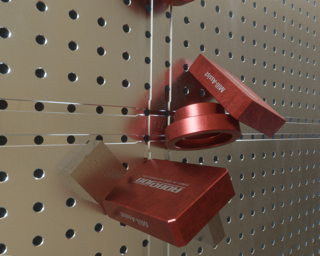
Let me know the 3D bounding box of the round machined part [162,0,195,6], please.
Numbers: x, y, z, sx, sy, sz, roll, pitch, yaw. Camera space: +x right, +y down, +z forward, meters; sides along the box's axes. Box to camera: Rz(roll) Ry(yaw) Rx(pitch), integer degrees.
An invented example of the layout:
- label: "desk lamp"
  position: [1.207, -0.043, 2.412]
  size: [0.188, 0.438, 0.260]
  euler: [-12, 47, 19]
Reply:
- label: "round machined part"
  position: [0.013, -0.210, 0.408]
  size: [0.099, 0.042, 0.097]
  euler: [0, 90, -40]

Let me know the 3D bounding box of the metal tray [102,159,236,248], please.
- label: "metal tray"
  position: [0.004, 0.074, 0.344]
  size: [0.091, 0.130, 0.030]
  euler: [-33, 111, -35]

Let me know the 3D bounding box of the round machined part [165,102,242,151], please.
- label: "round machined part"
  position: [0.055, -0.002, 0.411]
  size: [0.099, 0.098, 0.042]
  euler: [8, 67, -40]

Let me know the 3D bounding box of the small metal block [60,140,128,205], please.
- label: "small metal block"
  position: [-0.073, 0.049, 0.348]
  size: [0.050, 0.025, 0.050]
  euler: [-51, 120, -28]

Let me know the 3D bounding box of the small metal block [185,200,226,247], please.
- label: "small metal block"
  position: [0.061, 0.135, 0.444]
  size: [0.025, 0.050, 0.050]
  euler: [-29, 109, -36]

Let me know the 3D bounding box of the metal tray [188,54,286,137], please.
- label: "metal tray"
  position: [0.105, -0.048, 0.434]
  size: [0.091, 0.130, 0.030]
  euler: [21, 115, -38]
